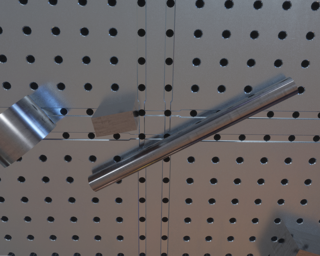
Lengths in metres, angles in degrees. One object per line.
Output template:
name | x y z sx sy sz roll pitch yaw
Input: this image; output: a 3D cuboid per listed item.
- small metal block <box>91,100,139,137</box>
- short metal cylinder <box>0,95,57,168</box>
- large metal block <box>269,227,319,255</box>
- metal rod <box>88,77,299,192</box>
small metal block | -0.055 -0.013 0.394 0.050 0.050 0.025 -10 110 3
short metal cylinder | -0.177 0.003 0.383 0.080 0.080 0.050 -35 107 11
large metal block | 0.224 0.211 0.481 0.080 0.050 0.079 18 109 -7
metal rod | 0.038 0.012 0.418 0.301 0.025 0.025 -27 108 9
